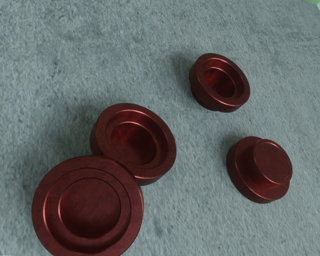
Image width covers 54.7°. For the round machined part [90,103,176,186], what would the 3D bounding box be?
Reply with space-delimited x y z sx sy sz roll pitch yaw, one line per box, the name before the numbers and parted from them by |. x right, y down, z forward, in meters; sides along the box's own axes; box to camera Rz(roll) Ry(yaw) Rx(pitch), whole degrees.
round machined part | -0.034 0.022 0.358 0.099 0.042 0.098 18 49 -22

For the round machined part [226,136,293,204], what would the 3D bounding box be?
round machined part | 0.148 0.055 0.442 0.099 0.042 0.098 14 56 -21

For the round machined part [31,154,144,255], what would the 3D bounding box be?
round machined part | -0.064 0.074 0.294 0.099 0.042 0.097 0 88 -1

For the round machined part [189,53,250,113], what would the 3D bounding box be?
round machined part | 0.087 -0.065 0.482 0.099 0.042 0.098 14 56 -21
